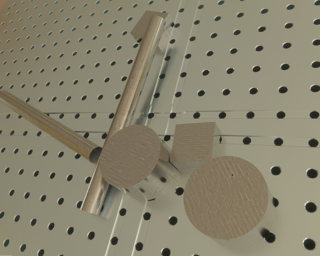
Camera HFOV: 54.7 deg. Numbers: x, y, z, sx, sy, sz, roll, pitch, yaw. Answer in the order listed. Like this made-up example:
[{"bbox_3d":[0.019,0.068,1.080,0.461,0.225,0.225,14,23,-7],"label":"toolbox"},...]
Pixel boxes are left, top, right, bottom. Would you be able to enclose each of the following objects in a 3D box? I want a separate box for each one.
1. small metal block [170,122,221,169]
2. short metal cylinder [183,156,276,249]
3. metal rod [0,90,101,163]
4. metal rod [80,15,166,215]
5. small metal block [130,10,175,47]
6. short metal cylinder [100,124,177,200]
[{"bbox_3d":[0.043,0.022,0.372,0.050,0.025,0.050,-4,60,26],"label":"small metal block"},{"bbox_3d":[0.070,0.074,0.310,0.080,0.050,0.080,-13,56,21],"label":"short metal cylinder"},{"bbox_3d":[-0.198,-0.012,0.519,0.300,0.025,0.025,24,75,36],"label":"metal rod"},{"bbox_3d":[-0.046,-0.030,0.435,0.025,0.025,0.299,7,69,31],"label":"metal rod"},{"bbox_3d":[-0.012,-0.166,0.517,0.050,0.025,0.050,23,74,36],"label":"small metal block"},{"bbox_3d":[-0.026,0.042,0.380,0.080,0.050,0.080,-13,56,21],"label":"short metal cylinder"}]
